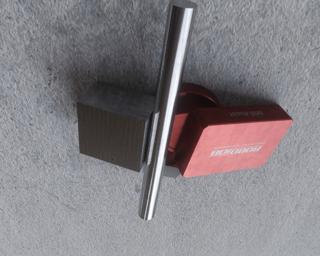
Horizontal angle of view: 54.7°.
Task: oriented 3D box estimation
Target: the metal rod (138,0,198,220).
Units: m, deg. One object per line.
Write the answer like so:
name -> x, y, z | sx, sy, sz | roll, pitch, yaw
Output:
metal rod -> 0.000, 0.008, 0.360 | 0.025, 0.025, 0.298 | 6, 128, -5

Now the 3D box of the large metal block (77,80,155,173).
large metal block -> -0.050, -0.002, 0.376 | 0.080, 0.050, 0.079 | 17, 130, 9

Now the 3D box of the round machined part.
round machined part -> 0.031, -0.005, 0.393 | 0.099, 0.042, 0.097 | 0, 130, 0

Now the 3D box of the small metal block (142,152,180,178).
small metal block -> 0.006, 0.049, 0.437 | 0.050, 0.025, 0.050 | 12, 155, -10

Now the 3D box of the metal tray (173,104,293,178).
metal tray -> 0.091, 0.016, 0.391 | 0.131, 0.030, 0.089 | -4, 134, -24
